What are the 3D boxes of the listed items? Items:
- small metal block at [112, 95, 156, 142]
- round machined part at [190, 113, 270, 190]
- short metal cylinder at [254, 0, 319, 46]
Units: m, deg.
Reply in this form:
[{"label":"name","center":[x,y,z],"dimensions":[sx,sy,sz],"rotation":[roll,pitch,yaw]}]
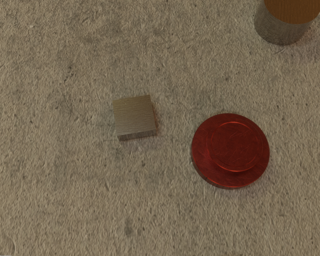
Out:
[{"label":"small metal block","center":[-0.034,-0.013,0.412],"dimensions":[0.050,0.025,0.050],"rotation":[-9,70,-4]},{"label":"round machined part","center":[0.090,0.026,0.391],"dimensions":[0.099,0.042,0.098],"rotation":[0,70,-1]},{"label":"short metal cylinder","center":[0.187,-0.171,0.460],"dimensions":[0.081,0.050,0.080],"rotation":[0,70,0]}]
